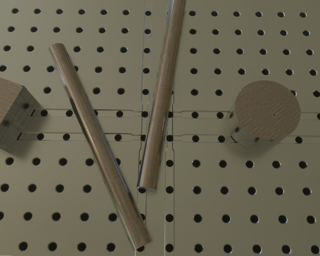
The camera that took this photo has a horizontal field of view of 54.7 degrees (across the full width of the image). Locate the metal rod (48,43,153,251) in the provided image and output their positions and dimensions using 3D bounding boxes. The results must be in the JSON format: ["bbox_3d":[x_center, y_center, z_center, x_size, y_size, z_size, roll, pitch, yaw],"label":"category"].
[{"bbox_3d":[-0.085,0.011,0.406,0.025,0.025,0.299,-25,72,-9],"label":"metal rod"}]

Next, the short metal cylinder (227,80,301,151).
[{"bbox_3d":[0.133,-0.015,0.405,0.081,0.050,0.080,0,70,0],"label":"short metal cylinder"}]

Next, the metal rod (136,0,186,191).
[{"bbox_3d":[0.006,-0.063,0.434,0.025,0.025,0.299,8,70,3],"label":"metal rod"}]

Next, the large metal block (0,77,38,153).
[{"bbox_3d":[-0.224,-0.024,0.405,0.080,0.050,0.080,20,71,7],"label":"large metal block"}]
